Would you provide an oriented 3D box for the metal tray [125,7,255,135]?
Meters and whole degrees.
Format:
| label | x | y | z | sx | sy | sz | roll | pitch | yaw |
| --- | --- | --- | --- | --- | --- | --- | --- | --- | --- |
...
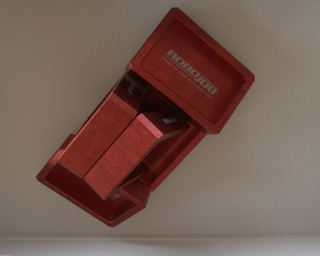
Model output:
| label | x | y | z | sx | sy | sz | roll | pitch | yaw |
| --- | --- | --- | --- | --- | --- | --- | --- | --- | --- |
| metal tray | 0.037 | -0.064 | 0.365 | 0.130 | 0.030 | 0.090 | 37 | 80 | -13 |

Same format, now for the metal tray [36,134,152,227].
| label | x | y | z | sx | sy | sz | roll | pitch | yaw |
| --- | --- | --- | --- | --- | --- | --- | --- | --- | --- |
| metal tray | -0.089 | 0.075 | 0.415 | 0.130 | 0.030 | 0.090 | 38 | 130 | -14 |

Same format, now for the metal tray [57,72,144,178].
| label | x | y | z | sx | sy | sz | roll | pitch | yaw |
| --- | --- | --- | --- | --- | --- | --- | --- | --- | --- |
| metal tray | -0.060 | -0.012 | 0.347 | 0.030 | 0.130 | 0.090 | 39 | 106 | -13 |

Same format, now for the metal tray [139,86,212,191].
| label | x | y | z | sx | sy | sz | roll | pitch | yaw |
| --- | --- | --- | --- | --- | --- | --- | --- | --- | --- |
| metal tray | -0.006 | 0.012 | 0.411 | 0.090 | 0.030 | 0.130 | 37 | 105 | -13 |

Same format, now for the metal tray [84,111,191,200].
| label | x | y | z | sx | sy | sz | roll | pitch | yaw |
| --- | --- | --- | --- | --- | --- | --- | --- | --- | --- |
| metal tray | -0.018 | 0.024 | 0.349 | 0.030 | 0.130 | 0.090 | 45 | 105 | 9 |
